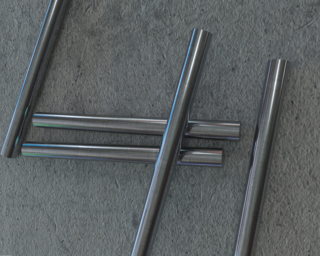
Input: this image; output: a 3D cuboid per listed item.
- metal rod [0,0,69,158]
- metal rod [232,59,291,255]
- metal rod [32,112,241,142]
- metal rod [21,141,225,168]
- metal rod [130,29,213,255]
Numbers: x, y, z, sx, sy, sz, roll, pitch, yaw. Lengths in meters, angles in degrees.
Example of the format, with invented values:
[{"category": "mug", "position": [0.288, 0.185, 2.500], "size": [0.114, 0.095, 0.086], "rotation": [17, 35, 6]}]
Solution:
[{"category": "metal rod", "position": [-0.187, -0.095, 0.474], "size": [0.025, 0.025, 0.298], "rotation": [24, 98, 18]}, {"category": "metal rod", "position": [0.114, 0.070, 0.368], "size": [0.025, 0.025, 0.298], "rotation": [11, 93, 19]}, {"category": "metal rod", "position": [-0.045, -0.004, 0.424], "size": [0.301, 0.025, 0.025], "rotation": [3, 91, 19]}, {"category": "metal rod", "position": [-0.064, 0.035, 0.431], "size": [0.301, 0.025, 0.025], "rotation": [1, 90, 19]}, {"category": "metal rod", "position": [0.011, 0.031, 0.377], "size": [0.025, 0.025, 0.298], "rotation": [17, 96, 19]}]
